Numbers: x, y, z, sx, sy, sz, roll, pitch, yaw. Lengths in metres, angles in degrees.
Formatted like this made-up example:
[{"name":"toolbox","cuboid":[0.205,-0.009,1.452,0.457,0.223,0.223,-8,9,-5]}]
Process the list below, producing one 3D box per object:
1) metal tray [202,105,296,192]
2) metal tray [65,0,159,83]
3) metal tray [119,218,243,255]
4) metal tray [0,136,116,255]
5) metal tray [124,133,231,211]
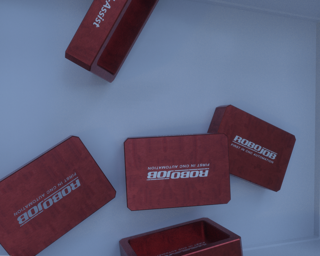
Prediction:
[{"name":"metal tray","cuboid":[0.130,0.031,0.456,0.131,0.030,0.090,23,82,-19]},{"name":"metal tray","cuboid":[-0.045,-0.119,0.342,0.030,0.090,0.130,30,93,5]},{"name":"metal tray","cuboid":[0.024,0.152,0.384,0.131,0.090,0.030,-8,93,-20]},{"name":"metal tray","cuboid":[-0.130,0.079,0.360,0.131,0.030,0.090,-35,101,-17]},{"name":"metal tray","cuboid":[0.021,0.054,0.399,0.131,0.030,0.089,-3,91,-6]}]
